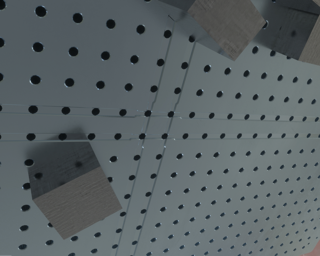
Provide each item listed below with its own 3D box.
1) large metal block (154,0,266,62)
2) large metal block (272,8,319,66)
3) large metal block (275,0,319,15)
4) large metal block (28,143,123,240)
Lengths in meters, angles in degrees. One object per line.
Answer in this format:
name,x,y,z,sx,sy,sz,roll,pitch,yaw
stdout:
large metal block,0.049,-0.124,0.325,0.080,0.080,0.050,32,100,-38
large metal block,0.216,-0.133,0.430,0.081,0.050,0.079,3,117,-30
large metal block,0.158,-0.174,0.353,0.081,0.080,0.050,15,110,-34
large metal block,-0.104,0.079,0.387,0.080,0.050,0.080,-26,128,-12
